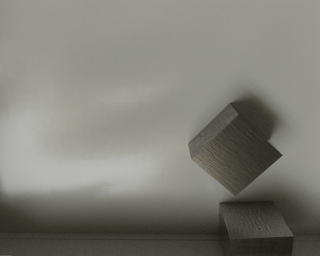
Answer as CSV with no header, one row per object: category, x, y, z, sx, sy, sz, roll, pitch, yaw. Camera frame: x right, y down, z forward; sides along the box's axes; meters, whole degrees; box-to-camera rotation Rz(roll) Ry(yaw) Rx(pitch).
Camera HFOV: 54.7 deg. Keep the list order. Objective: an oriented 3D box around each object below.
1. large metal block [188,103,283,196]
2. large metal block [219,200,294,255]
large metal block,0.096,0.028,0.409,0.080,0.050,0.080,40,105,-14
large metal block,0.131,0.148,0.438,0.080,0.080,0.050,-3,110,1
